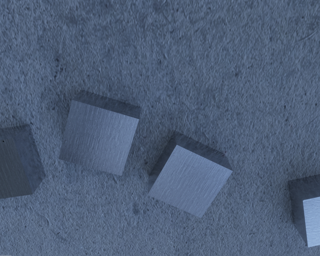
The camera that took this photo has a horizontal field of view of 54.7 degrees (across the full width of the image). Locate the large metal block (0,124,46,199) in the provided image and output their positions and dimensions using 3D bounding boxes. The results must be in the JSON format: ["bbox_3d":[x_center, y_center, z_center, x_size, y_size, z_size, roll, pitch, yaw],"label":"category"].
[{"bbox_3d":[-0.210,0.046,0.411,0.080,0.050,0.079,-8,110,3],"label":"large metal block"}]

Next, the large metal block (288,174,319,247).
[{"bbox_3d":[0.236,0.113,0.440,0.080,0.050,0.080,-13,110,5],"label":"large metal block"}]

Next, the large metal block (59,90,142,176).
[{"bbox_3d":[-0.075,0.005,0.398,0.080,0.050,0.079,16,109,-6],"label":"large metal block"}]

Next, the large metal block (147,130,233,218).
[{"bbox_3d":[0.038,0.062,0.419,0.080,0.050,0.080,26,108,-9],"label":"large metal block"}]
